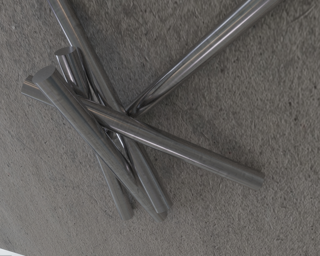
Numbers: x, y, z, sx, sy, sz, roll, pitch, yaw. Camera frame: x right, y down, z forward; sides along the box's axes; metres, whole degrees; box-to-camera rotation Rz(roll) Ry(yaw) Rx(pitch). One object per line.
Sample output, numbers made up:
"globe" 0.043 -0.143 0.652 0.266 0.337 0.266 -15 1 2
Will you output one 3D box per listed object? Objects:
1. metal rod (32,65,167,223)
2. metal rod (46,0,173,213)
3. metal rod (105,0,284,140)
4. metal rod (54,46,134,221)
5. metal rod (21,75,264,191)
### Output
"metal rod" -0.055 0.044 0.394 0.025 0.025 0.299 0 140 28
"metal rod" -0.060 -0.027 0.392 0.025 0.025 0.299 -22 98 36
"metal rod" 0.023 -0.064 0.355 0.025 0.025 0.299 49 129 -6
"metal rod" -0.082 0.030 0.440 0.025 0.025 0.298 7 130 24
"metal rod" -0.016 0.008 0.372 0.301 0.025 0.025 23 128 -5
